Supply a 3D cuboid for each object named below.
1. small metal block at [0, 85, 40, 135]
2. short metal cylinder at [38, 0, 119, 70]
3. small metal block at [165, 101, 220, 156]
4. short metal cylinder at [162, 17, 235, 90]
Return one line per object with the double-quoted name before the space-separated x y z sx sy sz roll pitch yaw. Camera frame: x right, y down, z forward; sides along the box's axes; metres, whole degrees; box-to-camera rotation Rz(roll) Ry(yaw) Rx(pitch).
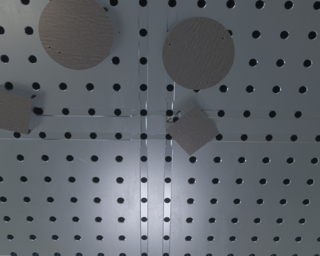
"small metal block" -0.190 -0.024 0.403 0.050 0.025 0.050 13 110 -5
"short metal cylinder" -0.091 -0.111 0.358 0.081 0.050 0.079 0 110 0
"small metal block" 0.042 0.000 0.414 0.050 0.025 0.050 -39 106 13
"short metal cylinder" 0.043 -0.090 0.367 0.081 0.050 0.079 0 110 0
